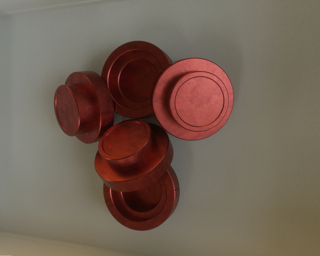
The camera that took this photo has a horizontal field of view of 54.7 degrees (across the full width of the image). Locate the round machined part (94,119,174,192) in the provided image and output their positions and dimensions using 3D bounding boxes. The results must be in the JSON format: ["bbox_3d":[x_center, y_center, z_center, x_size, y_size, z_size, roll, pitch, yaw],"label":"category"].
[{"bbox_3d":[-0.036,0.026,0.382,0.098,0.098,0.042,-7,132,20],"label":"round machined part"}]

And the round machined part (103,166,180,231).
[{"bbox_3d":[-0.021,0.080,0.406,0.098,0.042,0.097,0,90,20],"label":"round machined part"}]

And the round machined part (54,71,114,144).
[{"bbox_3d":[-0.107,-0.026,0.414,0.098,0.042,0.097,17,113,44],"label":"round machined part"}]

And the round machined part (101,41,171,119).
[{"bbox_3d":[-0.024,-0.061,0.407,0.098,0.042,0.097,0,90,20],"label":"round machined part"}]

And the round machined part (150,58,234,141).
[{"bbox_3d":[0.040,-0.033,0.361,0.099,0.042,0.097,-2,101,-10],"label":"round machined part"}]
